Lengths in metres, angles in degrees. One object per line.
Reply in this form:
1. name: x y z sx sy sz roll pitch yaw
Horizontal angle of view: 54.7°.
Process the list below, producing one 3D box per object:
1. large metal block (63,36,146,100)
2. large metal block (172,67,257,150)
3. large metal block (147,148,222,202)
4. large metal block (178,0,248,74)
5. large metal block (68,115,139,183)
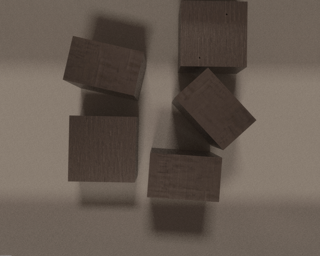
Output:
1. large metal block: -0.063 -0.069 0.383 0.080 0.080 0.050 13 90 -1
2. large metal block: 0.062 -0.022 0.385 0.050 0.080 0.080 -43 91 0
3. large metal block: 0.027 0.055 0.384 0.081 0.080 0.050 4 90 -1
4. large metal block: 0.065 -0.114 0.400 0.081 0.050 0.079 1 90 -1
5. large metal block: -0.070 0.025 0.398 0.081 0.050 0.079 1 90 -1
